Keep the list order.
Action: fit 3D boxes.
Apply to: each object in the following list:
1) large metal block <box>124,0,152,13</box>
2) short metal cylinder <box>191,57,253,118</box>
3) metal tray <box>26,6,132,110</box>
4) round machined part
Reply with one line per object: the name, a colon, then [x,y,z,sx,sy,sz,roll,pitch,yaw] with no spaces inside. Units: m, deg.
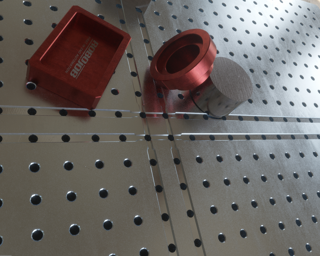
large metal block: [-0.040,-0.257,0.528,0.080,0.050,0.080,28,52,-11]
short metal cylinder: [0.095,-0.063,0.480,0.081,0.050,0.080,14,57,-22]
metal tray: [-0.101,-0.096,0.408,0.090,0.030,0.130,27,52,-12]
round machined part: [0.037,-0.093,0.448,0.042,0.098,0.098,45,42,-40]
